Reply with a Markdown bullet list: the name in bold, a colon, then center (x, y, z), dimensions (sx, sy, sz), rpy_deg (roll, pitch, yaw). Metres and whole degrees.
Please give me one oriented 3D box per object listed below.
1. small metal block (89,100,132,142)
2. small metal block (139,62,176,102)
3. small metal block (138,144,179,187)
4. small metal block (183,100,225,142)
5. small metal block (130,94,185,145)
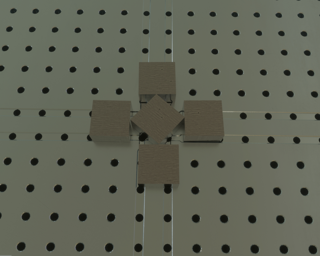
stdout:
- **small metal block**: center (-0.064, -0.009, 0.414), dimensions (0.050, 0.025, 0.050), rpy_deg (1, 70, 0)
- **small metal block**: center (-0.004, -0.065, 0.435), dimensions (0.050, 0.025, 0.050), rpy_deg (0, 70, -1)
- **small metal block**: center (-0.002, 0.048, 0.394), dimensions (0.050, 0.025, 0.050), rpy_deg (0, 70, 0)
- **small metal block**: center (0.057, -0.009, 0.416), dimensions (0.050, 0.025, 0.050), rpy_deg (0, 70, -1)
- **small metal block**: center (-0.003, -0.008, 0.414), dimensions (0.050, 0.025, 0.050), rpy_deg (40, 75, 13)
